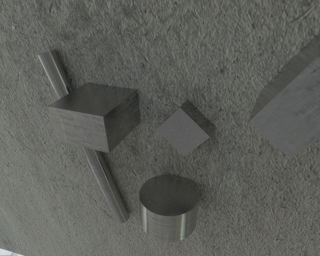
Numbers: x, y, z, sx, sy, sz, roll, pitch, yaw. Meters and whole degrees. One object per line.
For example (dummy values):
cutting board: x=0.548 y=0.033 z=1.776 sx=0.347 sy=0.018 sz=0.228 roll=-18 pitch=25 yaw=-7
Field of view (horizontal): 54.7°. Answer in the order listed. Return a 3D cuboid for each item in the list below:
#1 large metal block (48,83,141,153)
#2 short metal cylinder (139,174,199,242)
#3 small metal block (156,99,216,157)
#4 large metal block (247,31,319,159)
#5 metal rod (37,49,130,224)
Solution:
large metal block: x=-0.082 y=-0.017 z=0.404 sx=0.080 sy=0.080 sz=0.050 roll=11 pitch=123 yaw=22
short metal cylinder: x=0.012 y=0.110 z=0.433 sx=0.080 sy=0.080 sz=0.050 roll=14 pitch=124 yaw=20
small metal block: x=0.032 y=0.000 z=0.390 sx=0.050 sy=0.025 sz=0.050 roll=45 pitch=129 yaw=-3
large metal block: x=0.133 y=-0.032 z=0.282 sx=0.050 sy=0.080 sz=0.080 roll=39 pitch=129 yaw=2
metal rod: x=-0.110 y=0.027 z=0.481 sx=0.025 sy=0.025 sz=0.298 roll=-5 pitch=116 yaw=30
